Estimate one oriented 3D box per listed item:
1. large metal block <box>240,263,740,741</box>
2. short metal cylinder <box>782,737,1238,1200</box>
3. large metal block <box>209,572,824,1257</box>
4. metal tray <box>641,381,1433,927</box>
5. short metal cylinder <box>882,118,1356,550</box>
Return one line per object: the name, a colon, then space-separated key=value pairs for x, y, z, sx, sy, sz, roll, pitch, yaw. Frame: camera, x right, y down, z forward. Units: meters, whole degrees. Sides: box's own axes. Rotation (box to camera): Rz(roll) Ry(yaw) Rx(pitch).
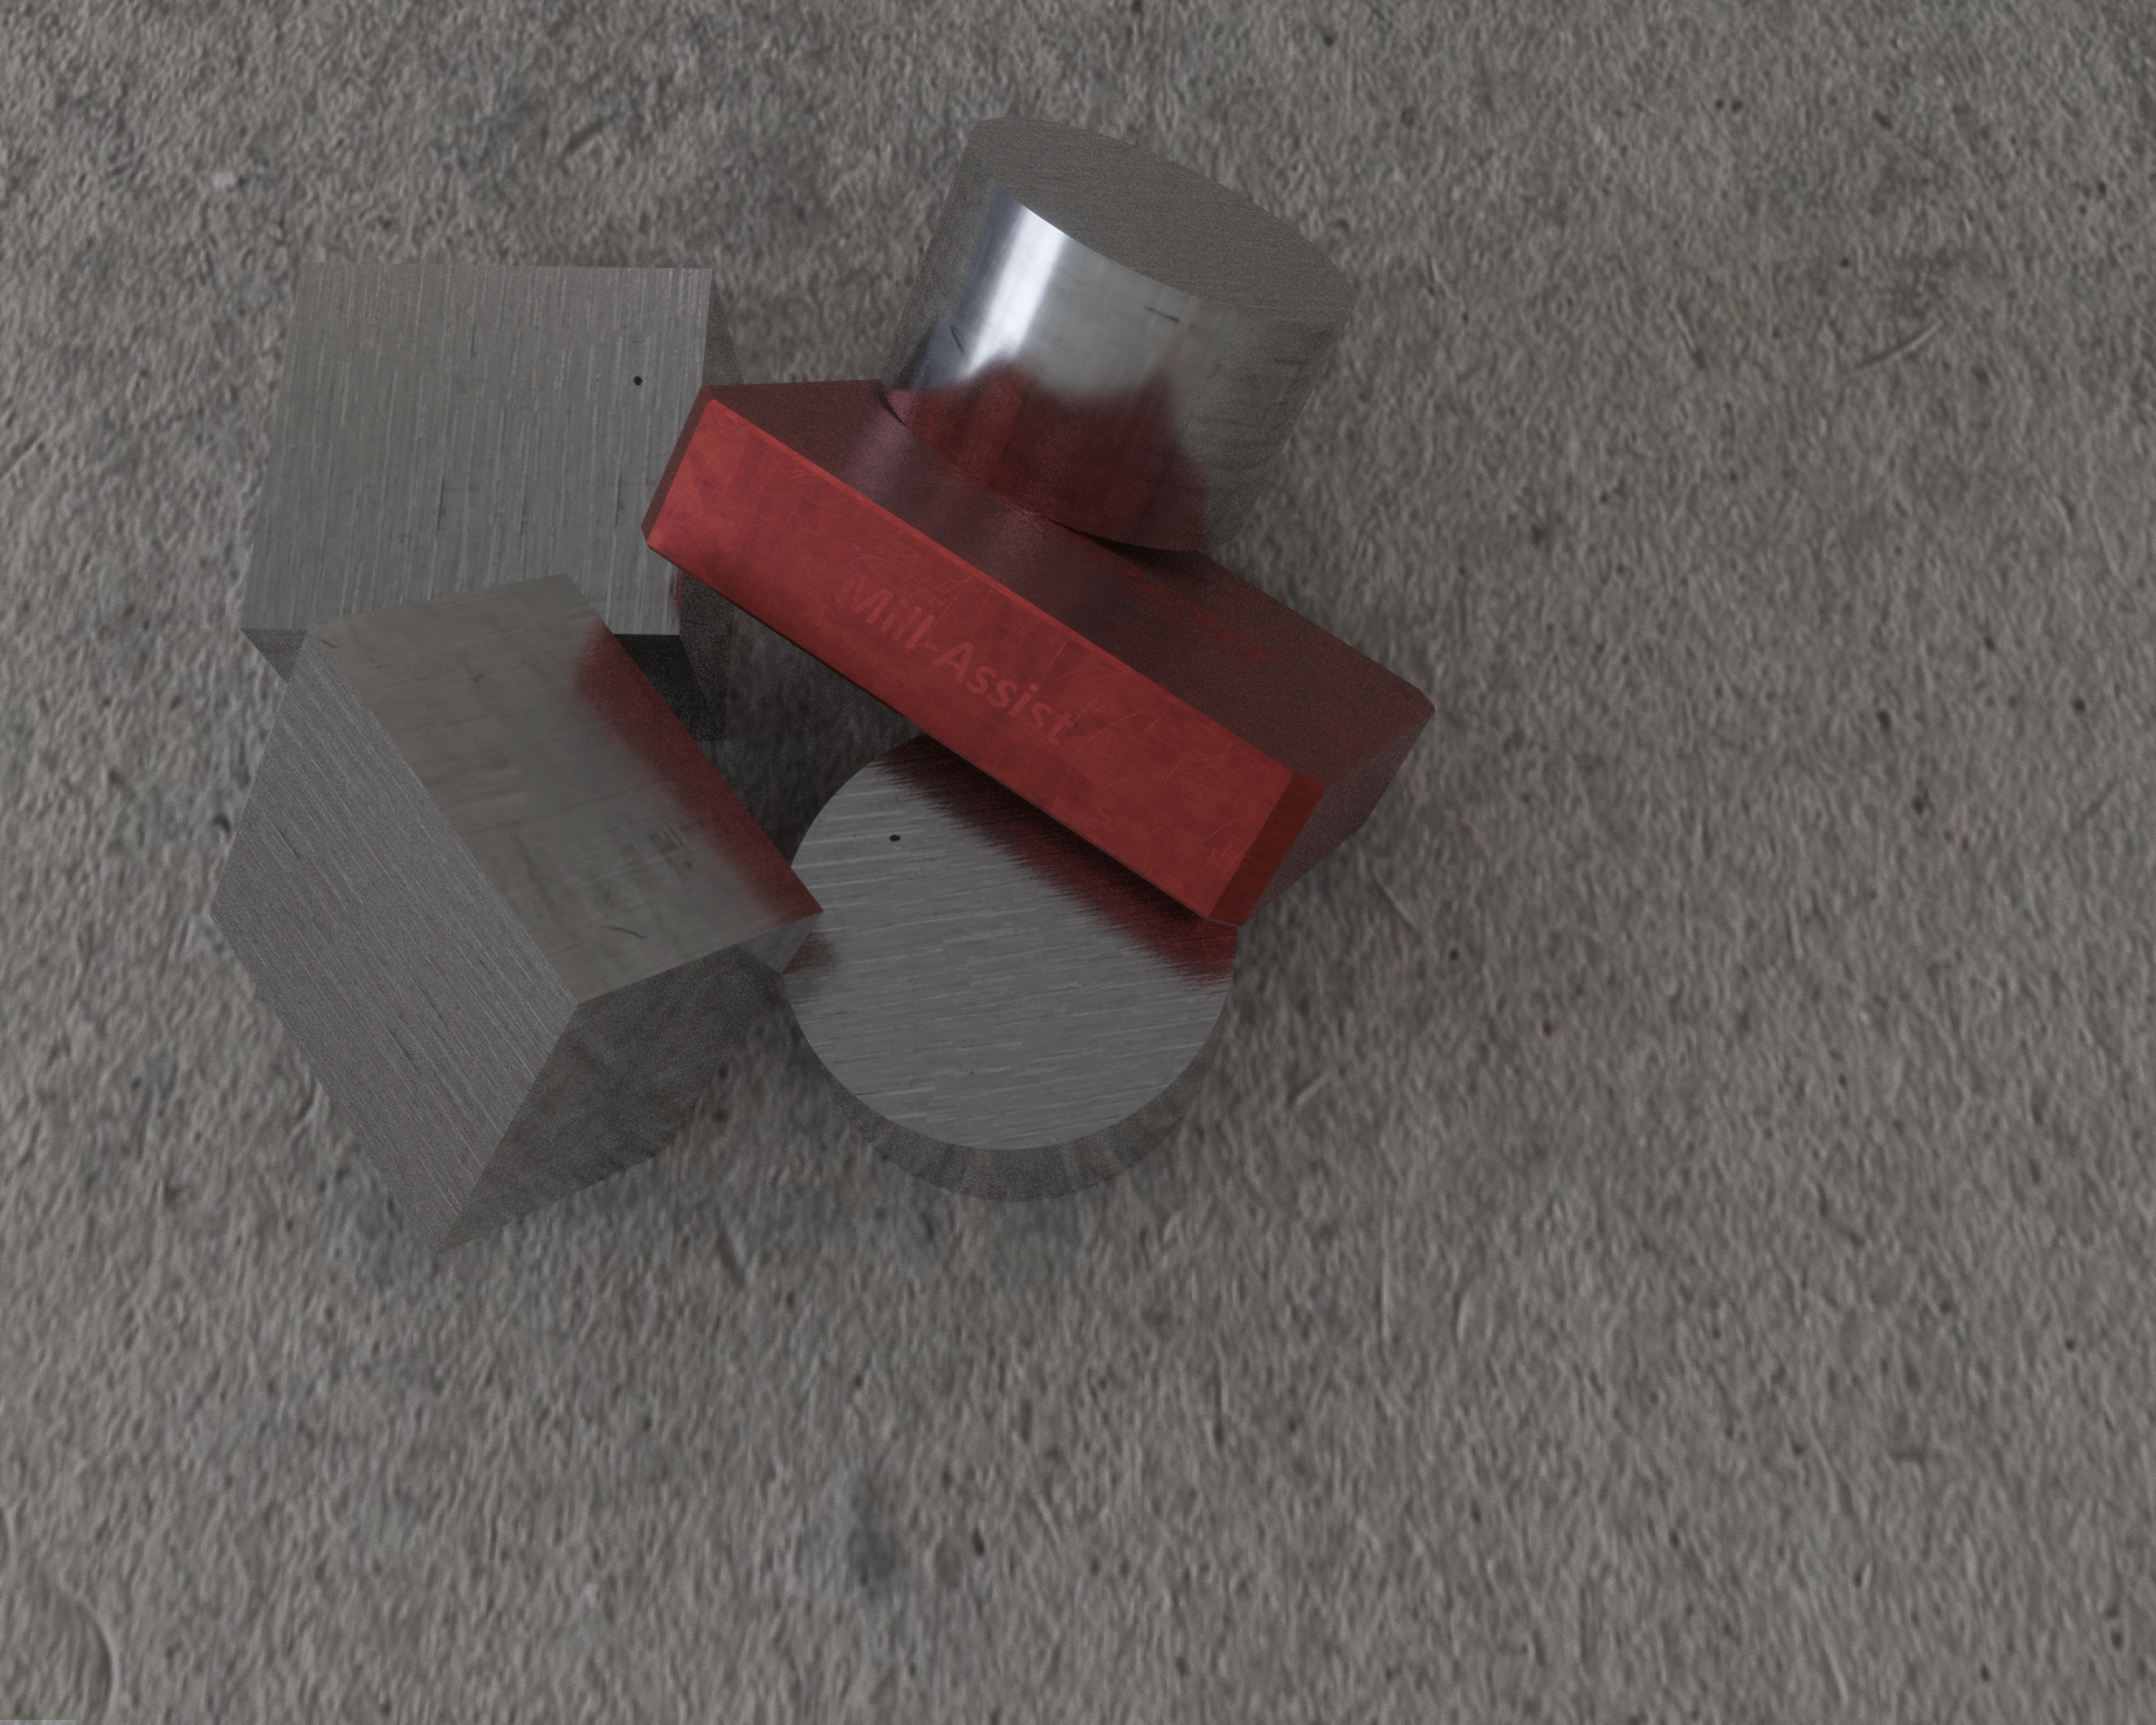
large metal block: x=-0.113 y=-0.071 z=0.419 sx=0.080 sy=0.050 sz=0.080 roll=1 pitch=70 yaw=0
short metal cylinder: x=-0.012 y=0.019 z=0.390 sx=0.081 sy=0.050 sz=0.080 roll=0 pitch=70 yaw=0
large metal block: x=-0.102 y=0.009 z=0.369 sx=0.050 sy=0.080 sz=0.080 roll=-22 pitch=68 yaw=-46
metal tray: x=-0.004 y=-0.045 z=0.393 sx=0.130 sy=0.090 sz=0.030 roll=34 pitch=113 yaw=11
short metal cylinder: x=0.007 y=-0.105 z=0.414 sx=0.080 sy=0.050 sz=0.080 roll=19 pitch=33 yaw=-12
